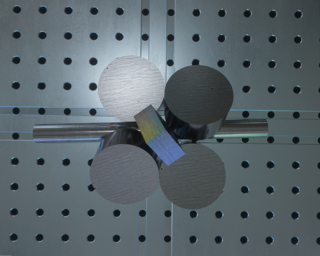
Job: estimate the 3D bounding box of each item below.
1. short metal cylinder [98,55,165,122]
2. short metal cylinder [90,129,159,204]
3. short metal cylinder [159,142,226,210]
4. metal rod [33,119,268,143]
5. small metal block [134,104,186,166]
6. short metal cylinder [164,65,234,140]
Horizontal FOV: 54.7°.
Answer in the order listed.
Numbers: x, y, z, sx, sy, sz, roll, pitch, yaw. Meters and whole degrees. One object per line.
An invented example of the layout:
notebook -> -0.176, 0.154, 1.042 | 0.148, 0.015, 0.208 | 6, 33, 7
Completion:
short metal cylinder -> -0.034, -0.048, 0.397 | 0.081, 0.050, 0.079 | 0, 90, 0
short metal cylinder -> -0.042, 0.047, 0.385 | 0.081, 0.050, 0.079 | 0, 110, -1
short metal cylinder -> 0.039, 0.058, 0.397 | 0.081, 0.050, 0.079 | 0, 90, 0
metal rod -> -0.012, 0.004, 0.409 | 0.302, 0.025, 0.025 | -1, 90, 0
small metal block -> -0.001, 0.008, 0.362 | 0.025, 0.050, 0.050 | -35, 132, 6
short metal cylinder -> 0.046, -0.030, 0.384 | 0.081, 0.050, 0.080 | 0, 67, 0
